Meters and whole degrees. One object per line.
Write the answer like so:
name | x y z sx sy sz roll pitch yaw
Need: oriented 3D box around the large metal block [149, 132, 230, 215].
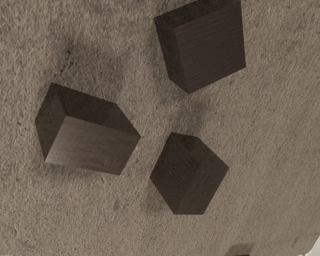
large metal block | 0.038 0.063 0.433 0.050 0.080 0.079 11 113 -34

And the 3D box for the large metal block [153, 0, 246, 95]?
large metal block | 0.048 -0.098 0.358 0.080 0.050 0.080 -27 128 -12

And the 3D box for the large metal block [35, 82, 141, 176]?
large metal block | -0.079 0.001 0.329 0.081 0.080 0.050 18 109 -36
